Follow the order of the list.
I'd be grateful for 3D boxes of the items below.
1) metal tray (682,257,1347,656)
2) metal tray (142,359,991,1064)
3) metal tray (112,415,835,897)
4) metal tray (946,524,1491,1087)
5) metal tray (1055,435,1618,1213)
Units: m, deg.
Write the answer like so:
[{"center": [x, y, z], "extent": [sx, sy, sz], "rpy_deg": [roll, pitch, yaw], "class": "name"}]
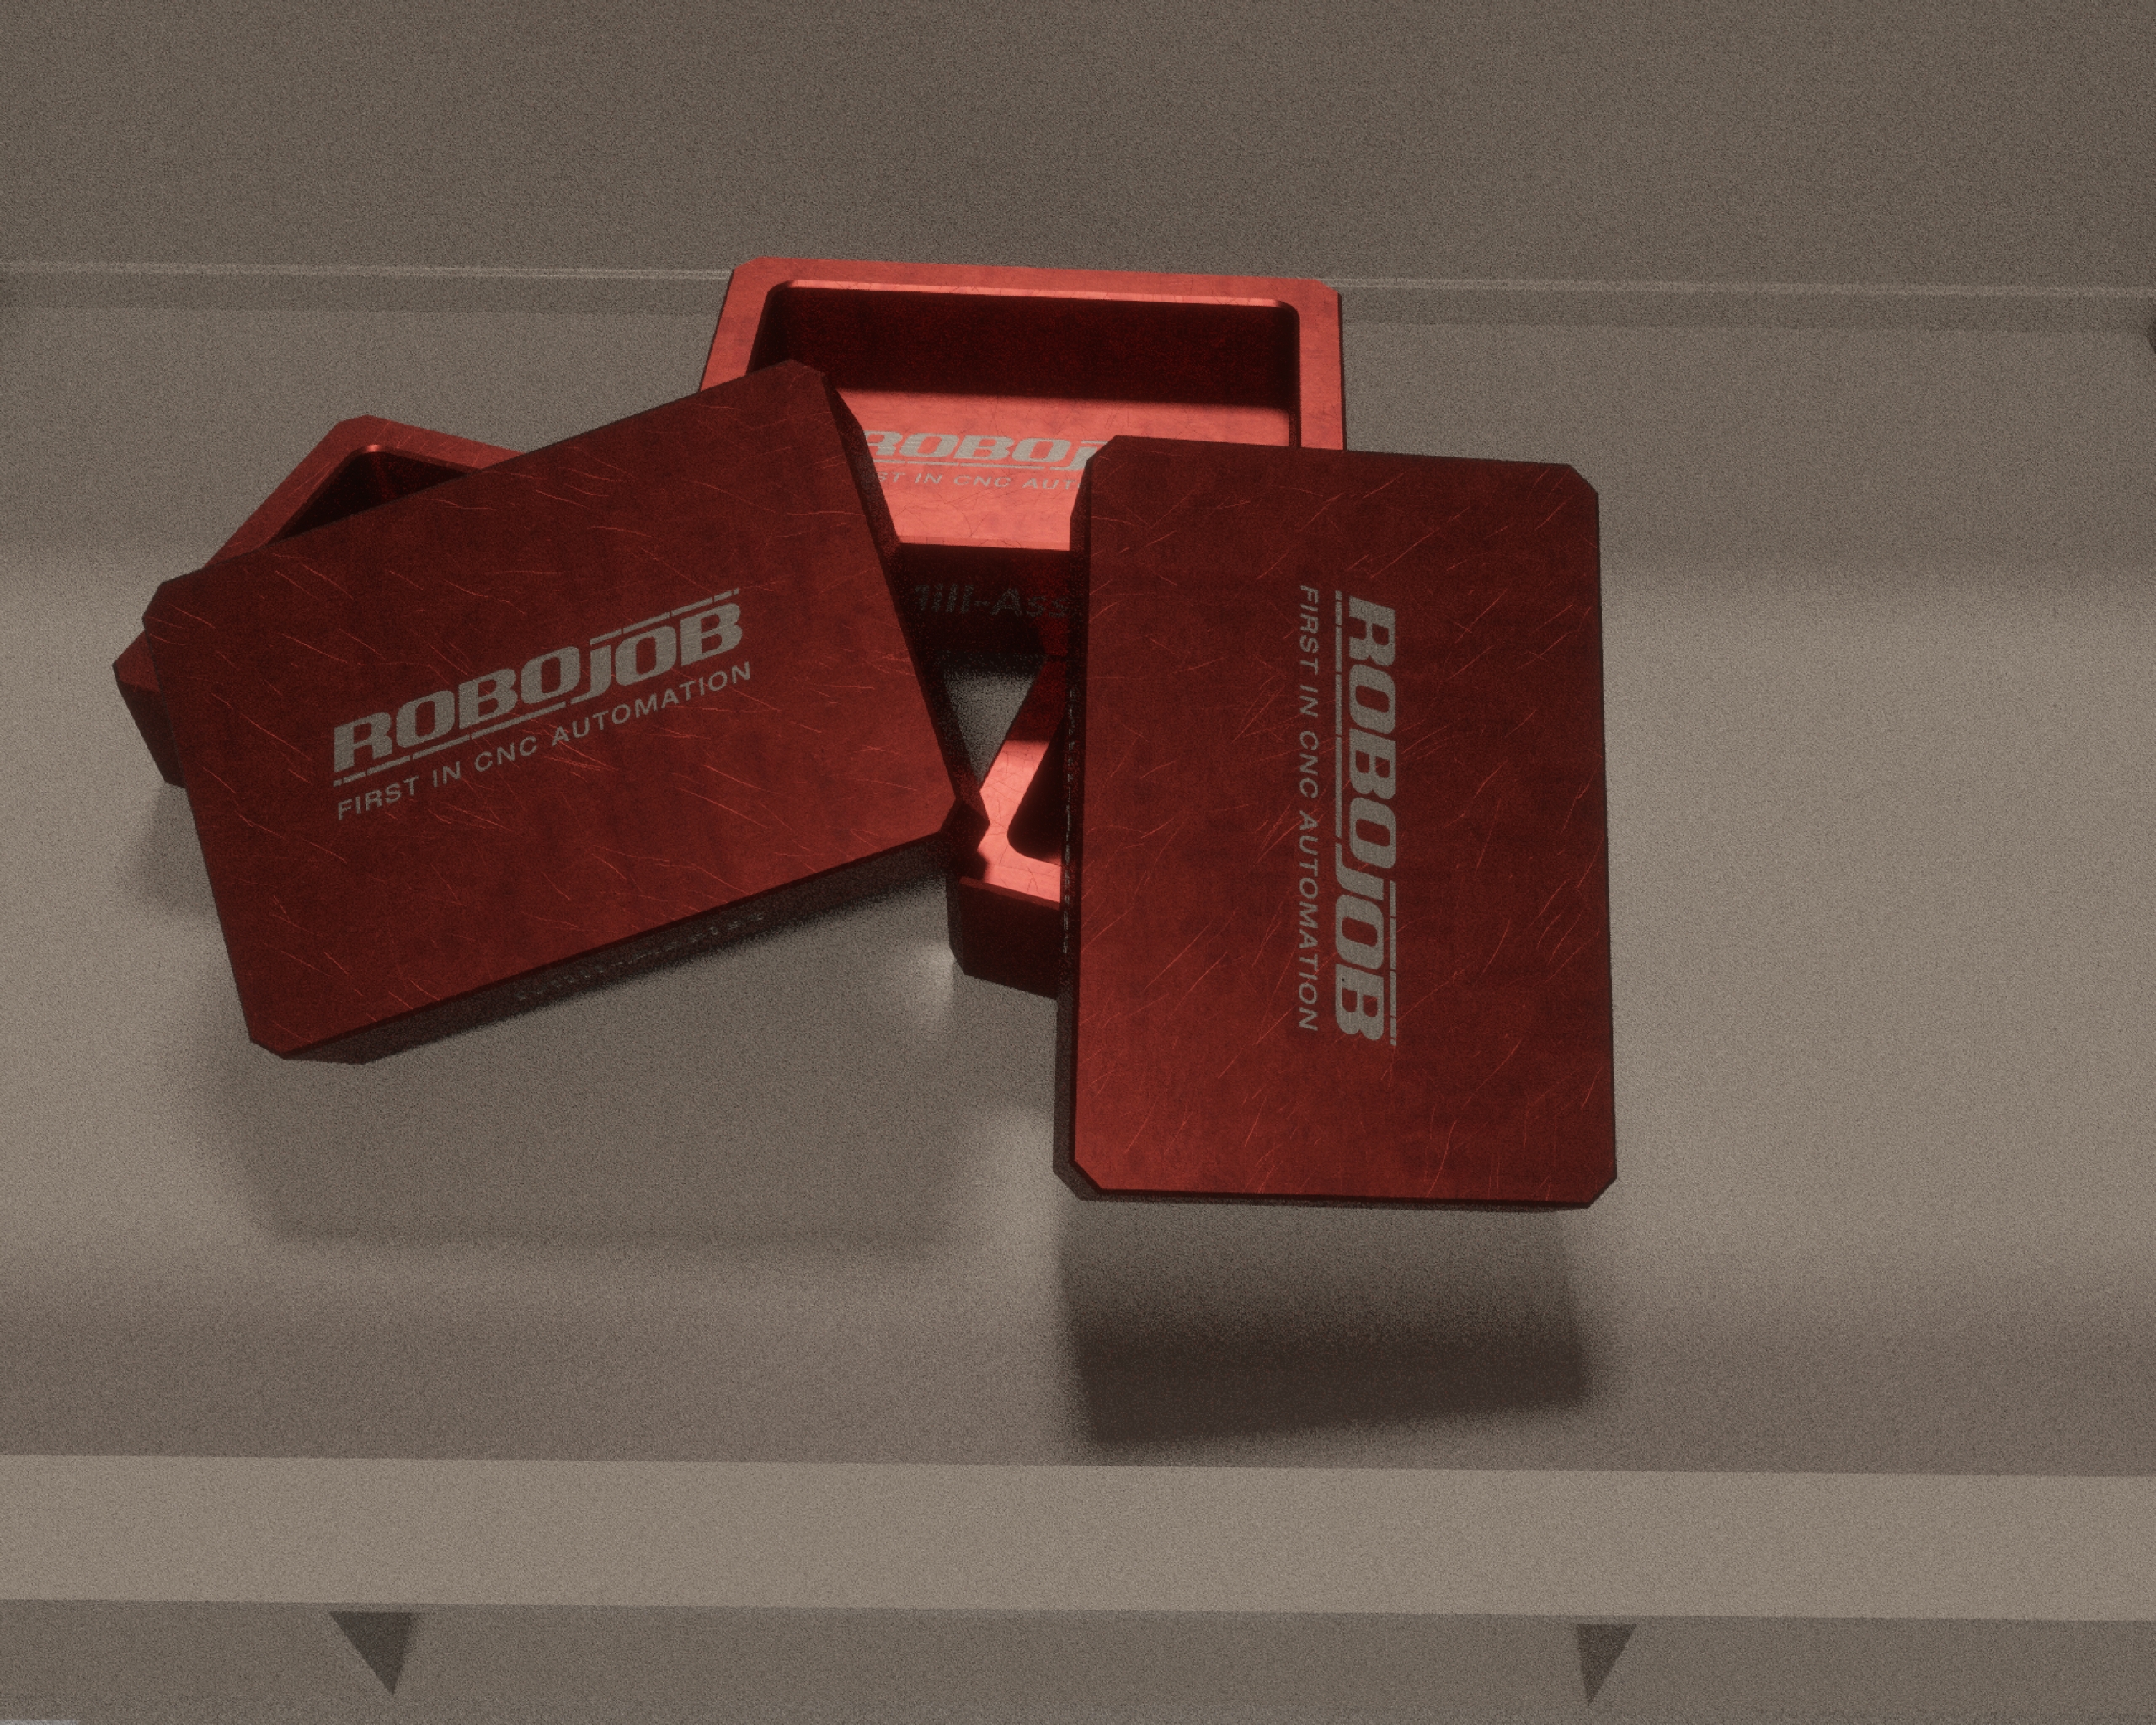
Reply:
[{"center": [-0.011, -0.085, 0.431], "extent": [0.131, 0.030, 0.090], "rpy_deg": [3, 50, 2], "class": "metal tray"}, {"center": [-0.092, -0.025, 0.376], "extent": [0.131, 0.030, 0.090], "rpy_deg": [-19, 81, 4], "class": "metal tray"}, {"center": [-0.115, -0.042, 0.432], "extent": [0.131, 0.030, 0.090], "rpy_deg": [15, 52, 12], "class": "metal tray"}, {"center": [0.038, -0.024, 0.420], "extent": [0.090, 0.030, 0.130], "rpy_deg": [15, 51, 12], "class": "metal tray"}, {"center": [0.044, -0.006, 0.363], "extent": [0.091, 0.030, 0.129], "rpy_deg": [3, 78, -6], "class": "metal tray"}]
